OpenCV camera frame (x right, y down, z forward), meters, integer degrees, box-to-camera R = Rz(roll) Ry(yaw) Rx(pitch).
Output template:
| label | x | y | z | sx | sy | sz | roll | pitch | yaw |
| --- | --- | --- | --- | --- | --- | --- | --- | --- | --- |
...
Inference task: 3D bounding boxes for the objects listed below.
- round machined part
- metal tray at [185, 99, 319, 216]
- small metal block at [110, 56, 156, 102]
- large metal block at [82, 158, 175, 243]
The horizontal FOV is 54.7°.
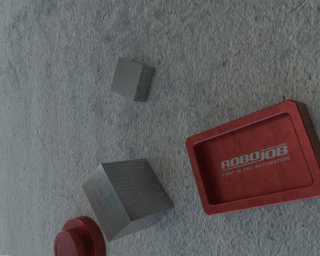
| label | x | y | z | sx | sy | sz | roll | pitch | yaw |
| --- | --- | --- | --- | --- | --- | --- | --- | --- | --- |
| round machined part | -0.137 | 0.198 | 0.507 | 0.098 | 0.042 | 0.097 | 0 | 90 | 40 |
| metal tray | 0.095 | 0.035 | 0.322 | 0.130 | 0.030 | 0.090 | -24 | 75 | 37 |
| small metal block | -0.039 | -0.069 | 0.437 | 0.050 | 0.025 | 0.050 | 27 | 107 | 36 |
| large metal block | -0.041 | 0.089 | 0.403 | 0.050 | 0.081 | 0.080 | -48 | 62 | 29 |
